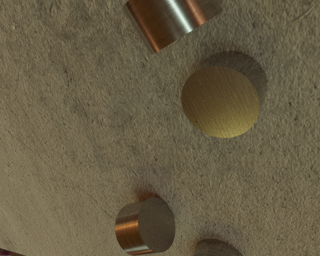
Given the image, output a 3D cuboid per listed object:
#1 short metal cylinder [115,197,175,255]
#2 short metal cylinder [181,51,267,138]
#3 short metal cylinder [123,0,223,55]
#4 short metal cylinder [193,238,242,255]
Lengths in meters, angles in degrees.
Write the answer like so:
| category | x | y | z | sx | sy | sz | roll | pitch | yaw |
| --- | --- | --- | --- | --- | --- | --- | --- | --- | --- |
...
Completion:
| category | x | y | z | sx | sy | sz | roll | pitch | yaw |
| --- | --- | --- | --- | --- | --- | --- | --- | --- | --- |
| short metal cylinder | -0.022 | 0.152 | 0.476 | 0.050 | 0.080 | 0.080 | -25 | 105 | 37 |
| short metal cylinder | 0.070 | -0.036 | 0.332 | 0.080 | 0.050 | 0.079 | 13 | 124 | 21 |
| short metal cylinder | 0.012 | -0.113 | 0.295 | 0.080 | 0.080 | 0.050 | -22 | 106 | 36 |
| short metal cylinder | 0.086 | 0.220 | 0.481 | 0.080 | 0.050 | 0.079 | 13 | 124 | 21 |
